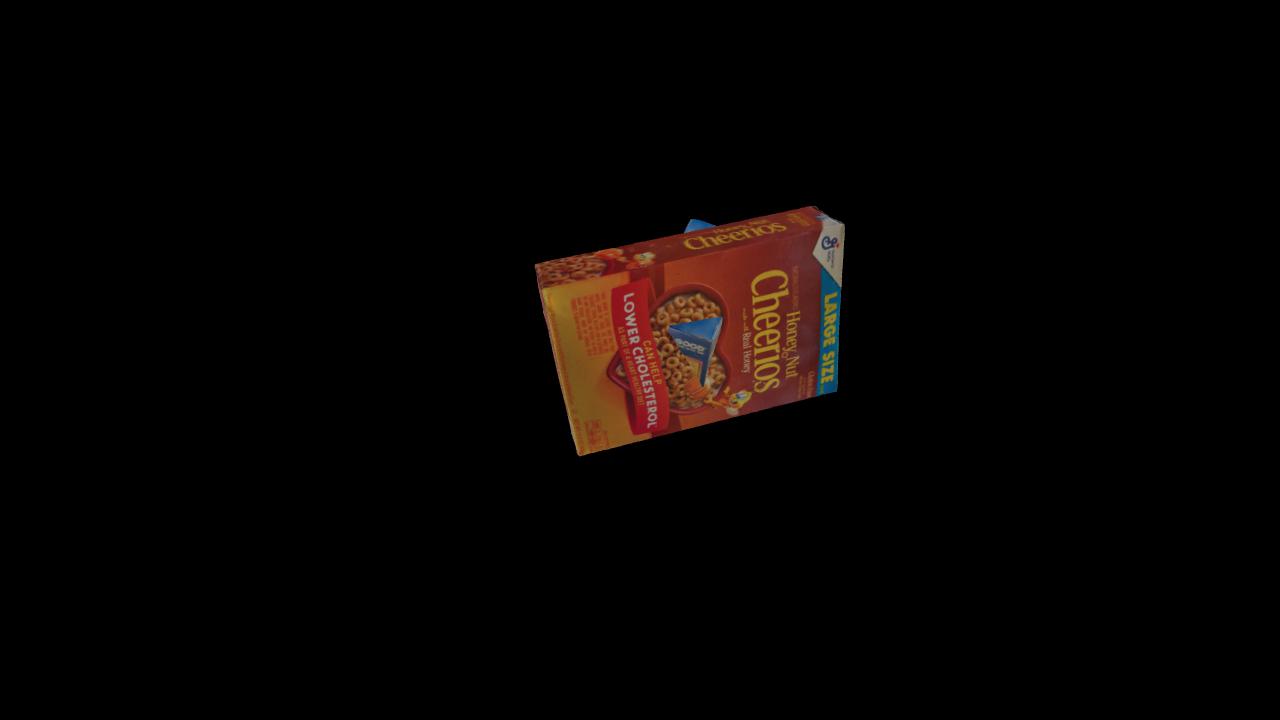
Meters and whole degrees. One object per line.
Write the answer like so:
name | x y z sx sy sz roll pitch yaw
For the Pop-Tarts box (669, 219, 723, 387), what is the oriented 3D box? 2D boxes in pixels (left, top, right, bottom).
Pop-Tarts box | 0.061 -0.046 0.692 0.083 0.167 0.141 18 -37 12

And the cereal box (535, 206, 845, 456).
cereal box | 0.060 -0.030 0.650 0.306 0.203 0.081 -12 32 -8
